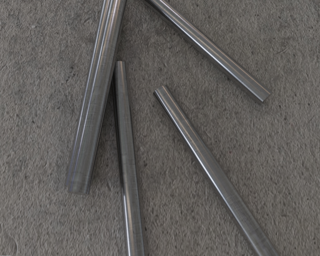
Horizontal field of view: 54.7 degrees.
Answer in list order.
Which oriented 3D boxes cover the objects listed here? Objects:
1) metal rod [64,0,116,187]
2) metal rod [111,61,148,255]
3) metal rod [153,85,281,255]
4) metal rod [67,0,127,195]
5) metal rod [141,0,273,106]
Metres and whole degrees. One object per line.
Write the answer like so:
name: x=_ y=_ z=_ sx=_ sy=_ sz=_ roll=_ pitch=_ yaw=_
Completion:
metal rod: x=-0.090 y=-0.067 z=0.431 sx=0.025 sy=0.025 sz=0.299 roll=6 pitch=70 yaw=2
metal rod: x=-0.039 y=0.051 z=0.388 sx=0.025 sy=0.025 sz=0.299 roll=-7 pitch=70 yaw=-3
metal rod: x=0.076 y=0.070 z=0.382 sx=0.025 sy=0.025 sz=0.299 roll=-29 pitch=73 yaw=-10
metal rod: x=-0.076 y=-0.064 z=0.407 sx=0.025 sy=0.025 sz=0.299 roll=6 pitch=69 yaw=2
metal rod: x=0.044 y=-0.143 z=0.460 sx=0.025 sy=0.025 sz=0.300 roll=-41 pitch=75 yaw=-13
